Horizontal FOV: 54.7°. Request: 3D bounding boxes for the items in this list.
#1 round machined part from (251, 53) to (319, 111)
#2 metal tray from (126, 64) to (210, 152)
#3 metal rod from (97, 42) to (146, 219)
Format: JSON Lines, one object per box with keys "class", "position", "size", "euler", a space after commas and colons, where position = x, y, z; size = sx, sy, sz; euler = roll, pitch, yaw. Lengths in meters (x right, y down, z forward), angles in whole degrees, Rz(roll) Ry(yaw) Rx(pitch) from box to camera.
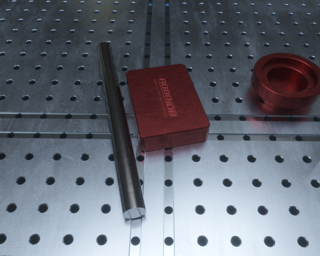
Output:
{"class": "round machined part", "position": [0.182, -0.063, 0.452], "size": [0.099, 0.042, 0.098], "euler": [0, 50, 0]}
{"class": "metal tray", "position": [0.007, -0.034, 0.433], "size": [0.091, 0.030, 0.130], "euler": [-9, 51, -8]}
{"class": "metal rod", "position": [-0.060, -0.021, 0.424], "size": [0.025, 0.025, 0.300], "euler": [-10, 51, -8]}
